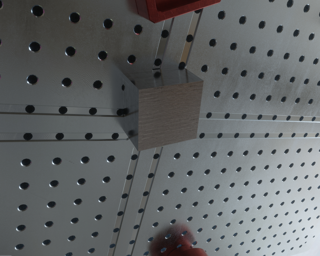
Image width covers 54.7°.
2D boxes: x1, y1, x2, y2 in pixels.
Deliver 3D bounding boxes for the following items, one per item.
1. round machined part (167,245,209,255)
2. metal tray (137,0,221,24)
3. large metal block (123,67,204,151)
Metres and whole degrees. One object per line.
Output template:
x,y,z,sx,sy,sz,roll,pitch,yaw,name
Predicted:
0.046,0.264,0.592,0.099,0.042,0.097,-14,125,-21,round machined part
0.013,-0.181,0.304,0.091,0.030,0.129,-23,127,-15,metal tray
0.002,-0.025,0.382,0.081,0.050,0.079,-11,123,-23,large metal block
